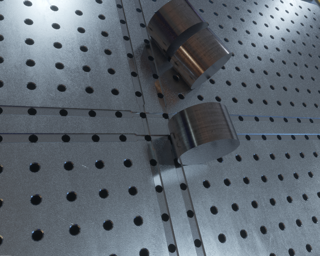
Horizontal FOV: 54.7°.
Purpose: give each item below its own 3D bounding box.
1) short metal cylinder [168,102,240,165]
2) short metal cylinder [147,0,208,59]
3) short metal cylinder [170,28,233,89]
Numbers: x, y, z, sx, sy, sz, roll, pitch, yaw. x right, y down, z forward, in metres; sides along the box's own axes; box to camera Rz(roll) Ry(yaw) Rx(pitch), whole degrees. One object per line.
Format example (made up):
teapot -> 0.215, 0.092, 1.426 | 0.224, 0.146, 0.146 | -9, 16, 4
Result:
short metal cylinder -> 0.055, 0.009, 0.397 | 0.081, 0.080, 0.050 | -1, 63, -29
short metal cylinder -> 0.027, -0.153, 0.480 | 0.081, 0.080, 0.050 | -28, 77, -37
short metal cylinder -> 0.062, -0.104, 0.469 | 0.081, 0.080, 0.050 | -33, 81, -38
